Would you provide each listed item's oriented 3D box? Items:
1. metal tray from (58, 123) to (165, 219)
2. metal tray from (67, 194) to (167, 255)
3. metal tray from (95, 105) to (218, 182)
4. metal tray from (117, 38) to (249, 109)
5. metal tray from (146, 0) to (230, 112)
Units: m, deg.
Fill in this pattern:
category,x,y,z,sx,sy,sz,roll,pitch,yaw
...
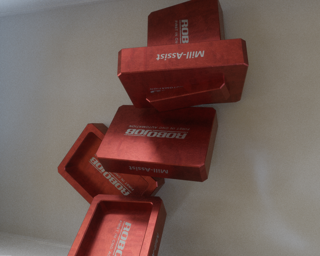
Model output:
category,x,y,z,sx,sy,sz,roll,pitch,yaw
metal tray,-0.070,0.065,0.431,0.130,0.030,0.090,40,102,15
metal tray,-0.050,0.136,0.344,0.090,0.130,0.030,-1,129,17
metal tray,-0.001,0.014,0.379,0.130,0.030,0.090,3,49,19
metal tray,0.027,-0.057,0.350,0.131,0.090,0.030,-3,70,7
metal tray,0.031,-0.090,0.371,0.090,0.030,0.130,-9,66,21
